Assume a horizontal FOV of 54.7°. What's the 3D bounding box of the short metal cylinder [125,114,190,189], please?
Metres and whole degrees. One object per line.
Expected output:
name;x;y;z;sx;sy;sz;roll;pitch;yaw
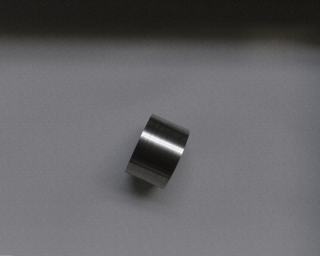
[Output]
short metal cylinder;-0.003;0.029;0.384;0.050;0.080;0.080;25;90;-1
